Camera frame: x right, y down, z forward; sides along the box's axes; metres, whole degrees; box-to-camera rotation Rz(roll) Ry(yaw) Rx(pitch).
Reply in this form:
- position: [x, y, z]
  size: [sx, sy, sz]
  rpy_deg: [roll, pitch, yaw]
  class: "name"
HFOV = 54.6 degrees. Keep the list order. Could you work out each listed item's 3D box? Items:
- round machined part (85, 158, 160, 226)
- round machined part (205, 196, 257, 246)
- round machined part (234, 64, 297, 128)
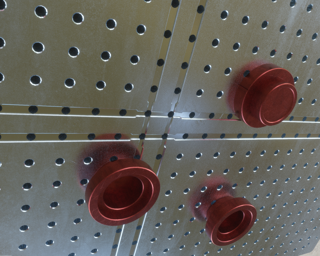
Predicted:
- position: [-0.053, 0.082, 0.421]
  size: [0.099, 0.042, 0.097]
  rpy_deg: [-14, 124, -21]
  class: "round machined part"
- position: [0.125, 0.165, 0.569]
  size: [0.099, 0.042, 0.097]
  rpy_deg: [-14, 124, -21]
  class: "round machined part"
- position: [0.163, -0.042, 0.462]
  size: [0.099, 0.042, 0.097]
  rpy_deg: [-14, 124, -21]
  class: "round machined part"
